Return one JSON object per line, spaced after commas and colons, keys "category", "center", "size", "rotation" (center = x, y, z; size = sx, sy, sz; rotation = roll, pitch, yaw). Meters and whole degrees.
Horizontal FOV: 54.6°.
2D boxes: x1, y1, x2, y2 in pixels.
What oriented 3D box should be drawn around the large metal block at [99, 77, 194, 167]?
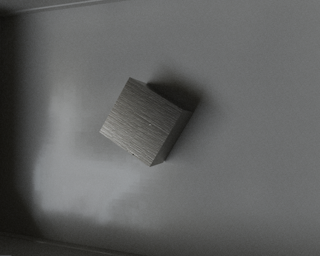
{"category": "large metal block", "center": [-0.017, -0.008, 0.400], "size": [0.080, 0.050, 0.080], "rotation": [33, 100, 16]}
